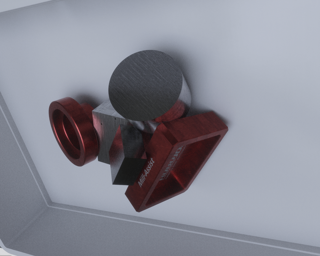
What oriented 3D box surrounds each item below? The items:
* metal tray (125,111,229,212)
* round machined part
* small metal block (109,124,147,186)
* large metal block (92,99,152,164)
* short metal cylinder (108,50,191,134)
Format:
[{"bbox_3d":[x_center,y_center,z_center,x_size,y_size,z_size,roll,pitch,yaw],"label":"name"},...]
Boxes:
[{"bbox_3d":[0.018,0.043,0.379,0.030,0.091,0.129,50,134,28],"label":"metal tray"},{"bbox_3d":[-0.114,0.002,0.440,0.098,0.042,0.097,30,133,39],"label":"round machined part"},{"bbox_3d":[-0.039,0.032,0.363,0.025,0.050,0.050,8,132,-23],"label":"small metal block"},{"bbox_3d":[-0.039,0.009,0.415,0.080,0.050,0.079,14,124,20],"label":"large metal block"},{"bbox_3d":[-0.010,-0.038,0.343,0.080,0.080,0.050,15,169,19],"label":"short metal cylinder"}]
